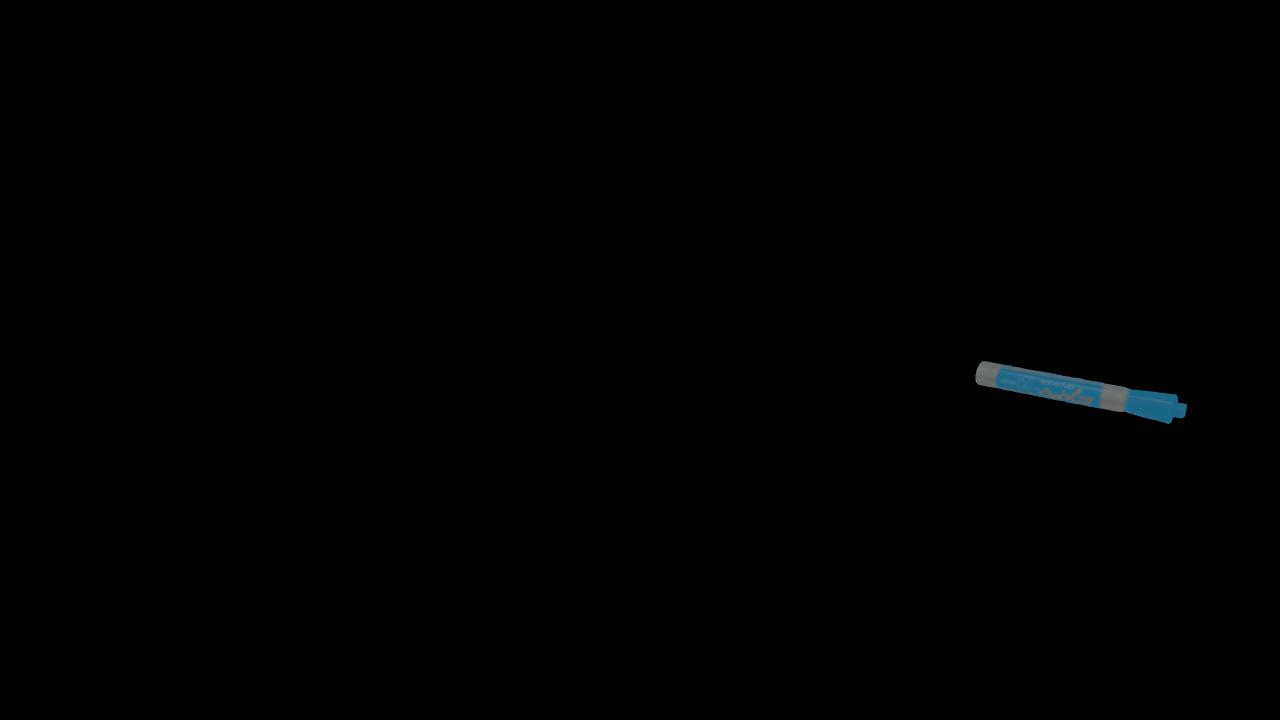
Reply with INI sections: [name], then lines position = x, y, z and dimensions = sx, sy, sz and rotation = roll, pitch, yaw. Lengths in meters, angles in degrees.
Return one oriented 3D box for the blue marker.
[blue marker]
position = 0.298, 0.021, 0.425
dimensions = 0.020, 0.020, 0.121
rotation = 0, 10, -40
